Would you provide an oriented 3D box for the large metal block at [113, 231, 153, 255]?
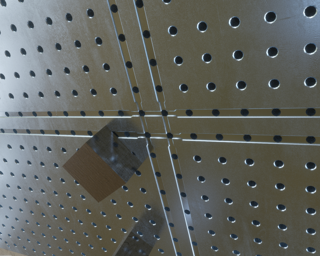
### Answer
[{"bbox_3d":[-0.067,0.250,0.564,0.050,0.080,0.079,36,129,4],"label":"large metal block"}]

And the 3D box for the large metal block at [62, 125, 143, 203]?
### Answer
[{"bbox_3d":[-0.089,0.056,0.475,0.080,0.050,0.080,47,129,-5],"label":"large metal block"}]
